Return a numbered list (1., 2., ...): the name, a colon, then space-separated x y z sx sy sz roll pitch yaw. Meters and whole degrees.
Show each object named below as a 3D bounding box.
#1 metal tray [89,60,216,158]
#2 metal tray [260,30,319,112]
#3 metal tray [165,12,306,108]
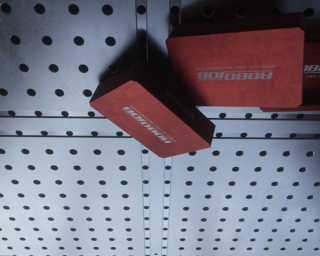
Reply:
1. metal tray: -0.007 -0.015 0.374 0.130 0.030 0.090 39 143 -28
2. metal tray: 0.184 -0.064 0.355 0.131 0.030 0.090 -2 130 1
3. metal tray: 0.079 -0.066 0.325 0.130 0.030 0.090 2 133 24
